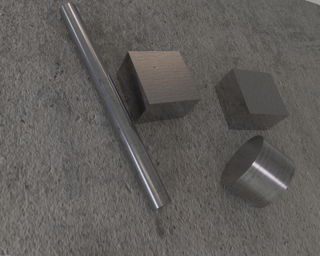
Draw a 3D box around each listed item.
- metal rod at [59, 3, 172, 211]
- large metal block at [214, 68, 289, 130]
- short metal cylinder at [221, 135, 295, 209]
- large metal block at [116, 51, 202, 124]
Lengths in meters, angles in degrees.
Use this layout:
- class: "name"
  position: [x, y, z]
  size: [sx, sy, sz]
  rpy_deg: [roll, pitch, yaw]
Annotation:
- class: "metal rod"
  position: [-0.063, -0.038, 0.392]
  size: [0.025, 0.025, 0.299]
  rpy_deg: [-16, 70, -34]
- class: "large metal block"
  position: [0.144, -0.043, 0.492]
  size: [0.081, 0.050, 0.080]
  rpy_deg: [1, 61, -28]
- class: "short metal cylinder"
  position: [0.125, 0.056, 0.402]
  size: [0.050, 0.080, 0.080]
  rpy_deg: [37, 51, -3]
- class: "large metal block"
  position: [-0.003, -0.057, 0.421]
  size: [0.081, 0.050, 0.080]
  rpy_deg: [-9, 66, -32]
